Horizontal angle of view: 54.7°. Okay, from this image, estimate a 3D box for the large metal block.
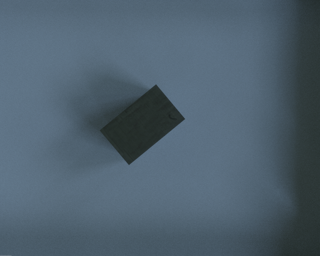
[{"bbox_3d":[-0.019,-0.004,0.381,0.080,0.080,0.050,-40,90,0],"label":"large metal block"}]
